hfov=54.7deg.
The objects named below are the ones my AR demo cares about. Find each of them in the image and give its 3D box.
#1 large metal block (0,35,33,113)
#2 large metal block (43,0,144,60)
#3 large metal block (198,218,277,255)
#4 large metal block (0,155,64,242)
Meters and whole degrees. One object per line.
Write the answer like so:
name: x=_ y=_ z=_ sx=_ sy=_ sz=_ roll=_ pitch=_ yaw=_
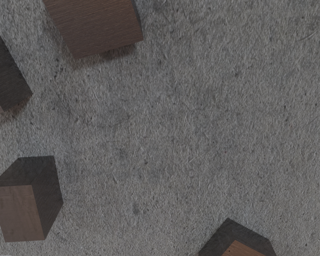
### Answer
large metal block: x=-0.204 y=-0.057 z=0.358 sx=0.050 sy=0.080 sz=0.080 roll=-21 pitch=109 yaw=7
large metal block: x=-0.069 y=-0.130 z=0.332 sx=0.080 sy=0.050 sz=0.080 roll=-15 pitch=136 yaw=5
large metal block: x=0.117 y=0.197 z=0.470 sx=0.080 sy=0.050 sz=0.080 roll=30 pitch=107 yaw=-11
large metal block: x=-0.172 y=0.091 z=0.412 sx=0.050 sy=0.080 sz=0.079 roll=-4 pitch=110 yaw=1
